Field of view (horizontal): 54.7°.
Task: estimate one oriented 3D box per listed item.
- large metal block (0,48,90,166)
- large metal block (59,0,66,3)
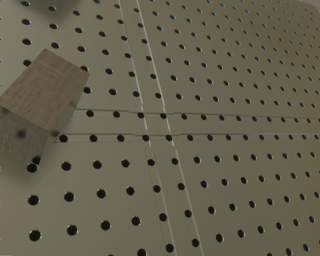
[{"bbox_3d":[-0.122,-0.020,0.320,0.050,0.080,0.080,30,52,-10],"label":"large metal block"},{"bbox_3d":[-0.156,-0.246,0.459,0.080,0.050,0.080,29,52,-10],"label":"large metal block"}]
